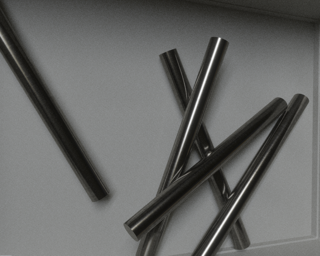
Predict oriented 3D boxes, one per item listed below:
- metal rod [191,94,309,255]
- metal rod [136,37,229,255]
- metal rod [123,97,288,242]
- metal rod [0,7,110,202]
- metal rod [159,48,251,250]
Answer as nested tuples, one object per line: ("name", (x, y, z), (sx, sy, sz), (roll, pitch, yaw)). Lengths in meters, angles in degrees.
("metal rod", (0.137, 0.062, 0.443), (0.025, 0.025, 0.301), (45, 68, -15))
("metal rod", (0.029, 0.029, 0.402), (0.025, 0.025, 0.298), (19, 91, -20))
("metal rod", (0.077, 0.039, 0.412), (0.302, 0.025, 0.025), (-35, 102, -28))
("metal rod", (-0.143, -0.045, 0.357), (0.025, 0.025, 0.299), (-32, 101, -18))
("metal rod", (0.066, 0.035, 0.436), (0.025, 0.025, 0.299), (-25, 99, -19))
